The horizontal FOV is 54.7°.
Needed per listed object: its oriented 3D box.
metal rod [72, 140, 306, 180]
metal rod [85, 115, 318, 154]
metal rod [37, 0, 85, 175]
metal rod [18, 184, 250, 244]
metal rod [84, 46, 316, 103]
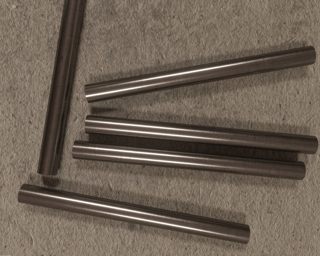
[{"bbox_3d":[0.038,0.043,0.410,0.302,0.025,0.025,5,90,-1],"label":"metal rod"},{"bbox_3d":[0.054,0.009,0.410,0.302,0.025,0.025,5,90,-1],"label":"metal rod"},{"bbox_3d":[-0.125,-0.088,0.408,0.025,0.025,0.298,9,90,-1],"label":"metal rod"},{"bbox_3d":[-0.033,0.113,0.409,0.302,0.025,0.025,11,90,-1],"label":"metal rod"},{"bbox_3d":[0.053,-0.071,0.410,0.302,0.025,0.025,-10,90,-1],"label":"metal rod"}]
